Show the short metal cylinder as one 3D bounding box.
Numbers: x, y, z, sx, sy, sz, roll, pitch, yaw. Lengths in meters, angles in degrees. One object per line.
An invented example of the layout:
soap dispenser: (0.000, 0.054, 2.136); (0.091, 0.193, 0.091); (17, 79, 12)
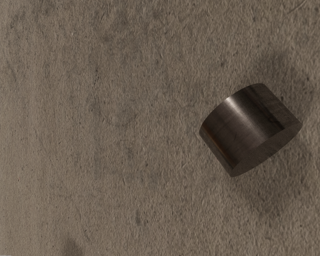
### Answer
short metal cylinder: (0.085, 0.003, 0.298); (0.080, 0.081, 0.050); (-49, 62, 29)
